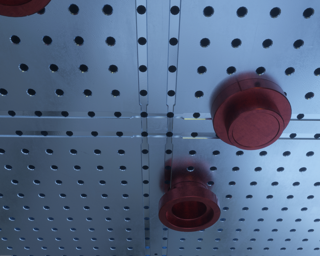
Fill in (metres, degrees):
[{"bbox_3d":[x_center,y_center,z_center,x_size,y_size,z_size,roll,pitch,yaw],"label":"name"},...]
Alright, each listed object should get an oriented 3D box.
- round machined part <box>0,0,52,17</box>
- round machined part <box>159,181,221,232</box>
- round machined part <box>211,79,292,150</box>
[{"bbox_3d":[-0.133,-0.152,0.270,0.099,0.042,0.097,0,130,0],"label":"round machined part"},{"bbox_3d":[0.047,0.125,0.507,0.099,0.042,0.097,0,130,0],"label":"round machined part"},{"bbox_3d":[0.117,-0.010,0.393,0.099,0.042,0.097,0,130,0],"label":"round machined part"}]
